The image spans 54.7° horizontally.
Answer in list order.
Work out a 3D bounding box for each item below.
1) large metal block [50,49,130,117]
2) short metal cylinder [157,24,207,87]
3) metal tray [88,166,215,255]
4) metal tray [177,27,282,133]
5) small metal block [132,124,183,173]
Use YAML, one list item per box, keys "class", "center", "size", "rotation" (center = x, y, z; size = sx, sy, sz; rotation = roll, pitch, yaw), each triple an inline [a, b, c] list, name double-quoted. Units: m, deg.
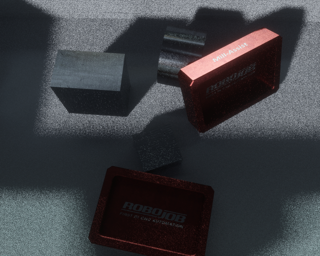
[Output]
- class: "large metal block"
  center: [-0.084, -0.055, 0.399]
  size: [0.081, 0.080, 0.050]
  rotation: [4, 70, 1]
- class: "short metal cylinder"
  center: [0.030, -0.095, 0.415]
  size: [0.050, 0.080, 0.080]
  rotation: [12, 71, 4]
- class: "metal tray"
  center: [-0.008, 0.103, 0.369]
  size: [0.131, 0.030, 0.090]
  rotation: [11, 70, 3]
- class: "metal tray"
  center: [0.092, -0.059, 0.395]
  size: [0.131, 0.090, 0.030]
  rotation: [-29, 46, -10]
- class: "small metal block"
  center: [-0.003, 0.028, 0.399]
  size: [0.050, 0.025, 0.050]
  rotation: [-18, 71, -7]
